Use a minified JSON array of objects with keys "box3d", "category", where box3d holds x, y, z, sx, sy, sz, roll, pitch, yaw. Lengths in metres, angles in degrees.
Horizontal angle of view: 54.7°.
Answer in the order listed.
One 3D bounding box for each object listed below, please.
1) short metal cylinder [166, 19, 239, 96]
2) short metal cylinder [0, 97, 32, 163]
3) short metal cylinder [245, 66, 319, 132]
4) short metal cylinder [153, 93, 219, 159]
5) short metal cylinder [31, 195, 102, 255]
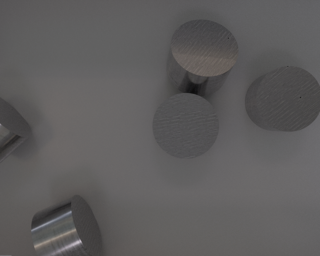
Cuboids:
[{"box3d":[0.051,-0.086,0.386,0.081,0.050,0.080,2,69,-5],"category":"short metal cylinder"},{"box3d":[-0.209,-0.001,0.382,0.050,0.080,0.080,-42,90,0],"category":"short metal cylinder"},{"box3d":[0.157,-0.035,0.400,0.081,0.050,0.080,0,90,0],"category":"short metal cylinder"},{"box3d":[0.031,-0.003,0.399,0.081,0.050,0.080,0,90,0],"category":"short metal cylinder"},{"box3d":[-0.113,0.130,0.383,0.050,0.080,0.080,-24,90,0],"category":"short metal cylinder"}]
